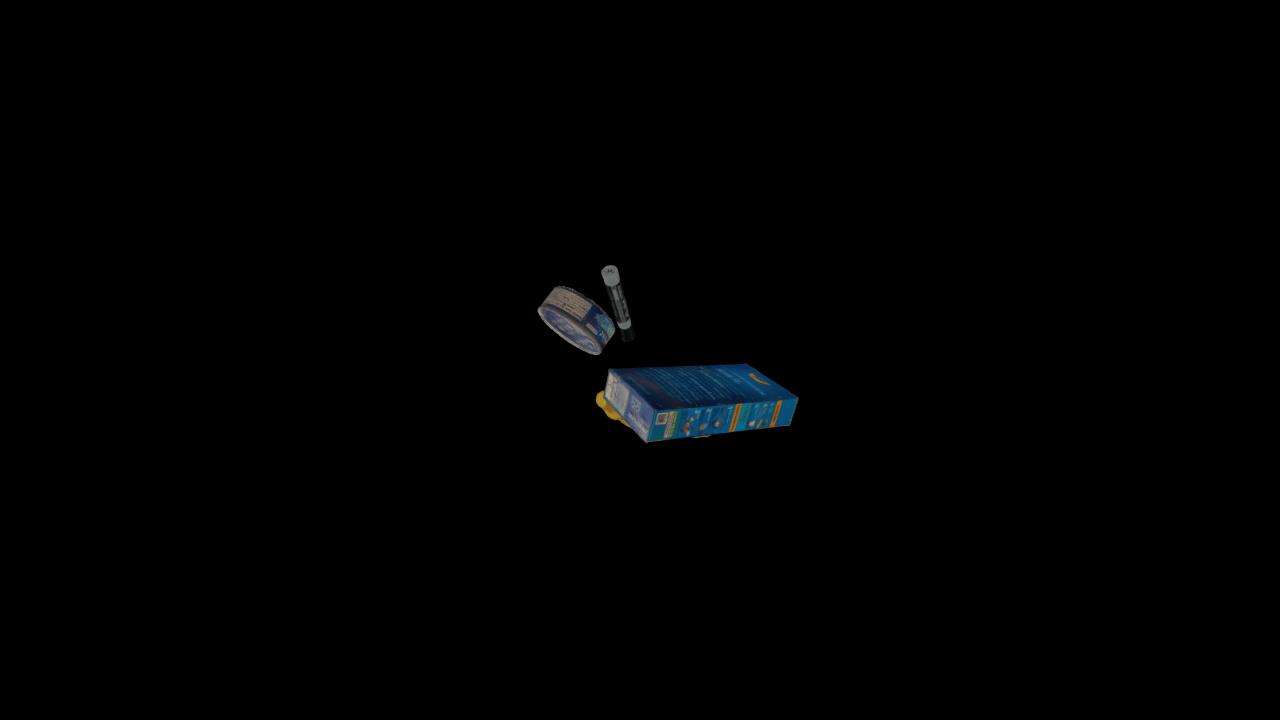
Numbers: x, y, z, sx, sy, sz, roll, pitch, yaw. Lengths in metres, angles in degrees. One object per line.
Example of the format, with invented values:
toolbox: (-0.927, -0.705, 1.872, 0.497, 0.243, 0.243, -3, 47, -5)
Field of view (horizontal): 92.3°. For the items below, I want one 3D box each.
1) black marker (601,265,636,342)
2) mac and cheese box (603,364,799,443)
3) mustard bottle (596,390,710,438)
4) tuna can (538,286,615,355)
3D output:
black marker: (-0.024, -0.062, 0.723, 0.020, 0.020, 0.121, 0, -37, 12)
mac and cheese box: (0.064, 0.039, 0.632, 0.184, 0.041, 0.093, -1, 23, -32)
mustard bottle: (0.017, 0.051, 0.731, 0.184, 0.092, 0.054, 8, -46, -49)
tuna can: (-0.069, -0.043, 0.674, 0.084, 0.034, 0.084, 32, -16, 10)
